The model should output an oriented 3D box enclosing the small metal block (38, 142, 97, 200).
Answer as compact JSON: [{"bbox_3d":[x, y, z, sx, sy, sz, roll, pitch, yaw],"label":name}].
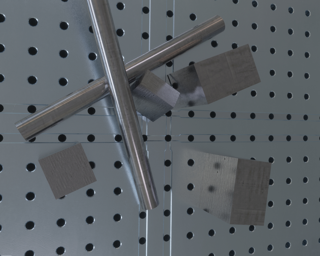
[{"bbox_3d":[-0.111,0.050,0.372,0.050,0.025,0.050,-24,98,-19],"label":"small metal block"}]

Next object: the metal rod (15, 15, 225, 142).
[{"bbox_3d":[-0.037,-0.072,0.398,0.302,0.025,0.025,-32,101,-17],"label":"metal rod"}]

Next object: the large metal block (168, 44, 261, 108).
[{"bbox_3d":[0.069,-0.066,0.408,0.081,0.080,0.050,-23,98,-19],"label":"large metal block"}]

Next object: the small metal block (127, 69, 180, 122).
[{"bbox_3d":[-0.012,-0.039,0.392,0.050,0.050,0.025,34,55,-17],"label":"small metal block"}]

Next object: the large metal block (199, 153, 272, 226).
[{"bbox_3d":[0.099,0.080,0.420,0.050,0.080,0.080,9,87,-20],"label":"large metal block"}]

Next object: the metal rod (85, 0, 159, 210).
[{"bbox_3d":[-0.046,-0.039,0.370,0.025,0.025,0.298,-19,106,-19],"label":"metal rod"}]
